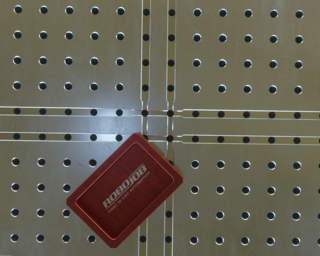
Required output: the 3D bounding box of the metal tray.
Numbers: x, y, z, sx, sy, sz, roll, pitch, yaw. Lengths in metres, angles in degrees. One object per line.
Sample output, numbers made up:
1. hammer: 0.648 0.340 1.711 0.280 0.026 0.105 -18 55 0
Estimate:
1. metal tray: -0.045 0.080 0.410 0.130 0.030 0.090 -45 90 0
